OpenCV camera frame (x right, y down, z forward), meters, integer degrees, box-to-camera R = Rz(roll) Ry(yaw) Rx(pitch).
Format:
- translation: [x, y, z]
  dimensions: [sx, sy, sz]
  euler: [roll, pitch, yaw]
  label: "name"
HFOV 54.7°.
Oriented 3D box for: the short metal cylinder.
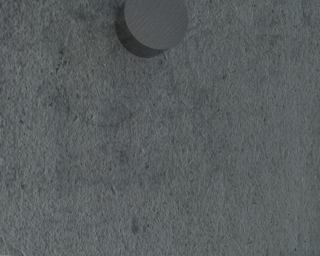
- translation: [-0.011, -0.133, 0.391]
  dimensions: [0.081, 0.050, 0.080]
  euler: [0, 90, -20]
  label: "short metal cylinder"
